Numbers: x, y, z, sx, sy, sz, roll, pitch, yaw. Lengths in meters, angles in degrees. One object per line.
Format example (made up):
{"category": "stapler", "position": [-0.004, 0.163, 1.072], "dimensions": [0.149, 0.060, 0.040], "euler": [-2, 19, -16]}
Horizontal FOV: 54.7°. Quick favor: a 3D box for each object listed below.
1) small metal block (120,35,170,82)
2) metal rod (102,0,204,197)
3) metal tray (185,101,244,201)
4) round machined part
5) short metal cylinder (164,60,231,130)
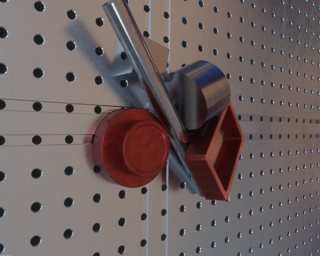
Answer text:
{"category": "small metal block", "position": [-0.018, -0.085, 0.396], "dimensions": [0.050, 0.025, 0.050], "euler": [17, 79, -39]}
{"category": "metal rod", "position": [0.010, -0.018, 0.398], "dimensions": [0.025, 0.025, 0.299], "euler": [-47, 126, -30]}
{"category": "metal tray", "position": [0.085, 0.028, 0.452], "dimensions": [0.090, 0.030, 0.130], "euler": [61, 40, -31]}
{"category": "round machined part", "position": [-0.027, 0.024, 0.376], "dimensions": [0.099, 0.042, 0.097], "euler": [0, 90, -40]}
{"category": "short metal cylinder", "position": [0.046, -0.044, 0.414], "dimensions": [0.050, 0.080, 0.080], "euler": [-32, 110, -36]}
